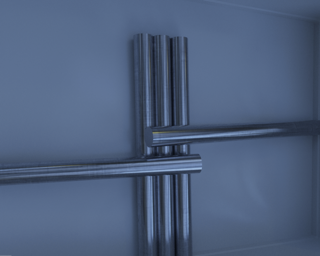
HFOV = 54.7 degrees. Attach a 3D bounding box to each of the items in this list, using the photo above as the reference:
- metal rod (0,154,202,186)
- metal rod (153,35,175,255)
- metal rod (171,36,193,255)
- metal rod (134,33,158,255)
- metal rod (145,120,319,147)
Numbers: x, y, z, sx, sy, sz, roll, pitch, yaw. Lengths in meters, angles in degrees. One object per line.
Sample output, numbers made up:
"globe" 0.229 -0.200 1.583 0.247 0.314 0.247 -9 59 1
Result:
"metal rod" -0.097 0.049 0.357 0.302 0.025 0.025 -1 91 -15
"metal rod" 0.004 0.029 0.412 0.025 0.025 0.298 -2 91 -20
"metal rod" 0.029 0.028 0.421 0.025 0.025 0.298 -2 91 -20
"metal rod" -0.019 0.030 0.403 0.025 0.025 0.298 -2 91 -20
"metal rod" 0.122 0.005 0.437 0.303 0.025 0.025 -2 91 -27
